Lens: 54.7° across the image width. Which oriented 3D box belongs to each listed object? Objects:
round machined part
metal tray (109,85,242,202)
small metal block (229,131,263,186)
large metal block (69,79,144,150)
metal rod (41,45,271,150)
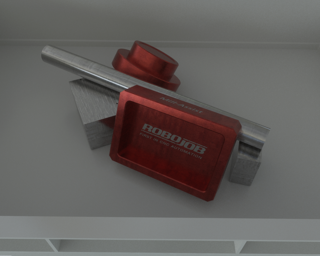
[{"bbox_3d":[-0.013,-0.087,0.431,0.098,0.042,0.098,26,20,-10],"label":"round machined part"},{"bbox_3d":[0.012,0.015,0.344,0.130,0.089,0.030,21,26,16],"label":"metal tray"},{"bbox_3d":[0.101,0.031,0.362,0.025,0.050,0.050,11,51,9],"label":"small metal block"},{"bbox_3d":[-0.066,-0.028,0.409,0.081,0.050,0.080,-18,52,-15],"label":"large metal block"},{"bbox_3d":[-0.019,-0.044,0.374,0.301,0.025,0.025,23,54,18],"label":"metal rod"}]
